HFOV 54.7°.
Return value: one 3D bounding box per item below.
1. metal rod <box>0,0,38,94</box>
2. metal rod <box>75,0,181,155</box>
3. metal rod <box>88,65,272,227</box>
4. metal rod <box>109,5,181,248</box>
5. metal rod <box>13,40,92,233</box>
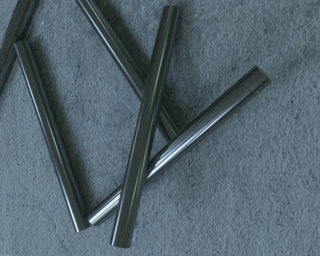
[{"bbox_3d":[-0.266,-0.077,0.503,0.025,0.025,0.298,30,99,17],"label":"metal rod"},{"bbox_3d":[-0.048,-0.091,0.425,0.025,0.025,0.299,-36,79,16],"label":"metal rod"},{"bbox_3d":[0.008,0.036,0.381,0.299,0.025,0.025,-43,77,24],"label":"metal rod"},{"bbox_3d":[-0.016,-0.009,0.382,0.025,0.025,0.299,9,81,20],"label":"metal rod"},{"bbox_3d":[-0.163,0.008,0.466,0.025,0.025,0.299,-23,82,18],"label":"metal rod"}]
